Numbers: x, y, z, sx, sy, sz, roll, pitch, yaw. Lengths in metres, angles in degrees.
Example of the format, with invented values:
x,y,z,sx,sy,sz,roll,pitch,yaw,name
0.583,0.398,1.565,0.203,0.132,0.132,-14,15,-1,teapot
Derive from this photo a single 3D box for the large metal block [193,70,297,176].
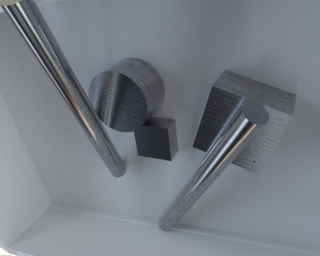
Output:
x,y,z,sx,sy,sz,roll,pitch,yaw,name
0.091,-0.007,0.340,0.080,0.050,0.079,23,127,14,large metal block

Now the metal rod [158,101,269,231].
x,y,z,sx,sy,sz,roll,pitch,yaw,name
0.045,0.070,0.380,0.025,0.025,0.298,32,143,7,metal rod

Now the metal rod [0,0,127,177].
x,y,z,sx,sy,sz,roll,pitch,yaw,name
-0.090,-0.019,0.364,0.025,0.025,0.299,13,149,20,metal rod

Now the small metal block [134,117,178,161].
x,y,z,sx,sy,sz,roll,pitch,yaw,name
-0.005,0.014,0.419,0.050,0.025,0.050,7,122,24,small metal block

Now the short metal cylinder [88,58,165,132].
x,y,z,sx,sy,sz,roll,pitch,yaw,name
-0.041,-0.041,0.387,0.080,0.050,0.079,13,124,20,short metal cylinder
